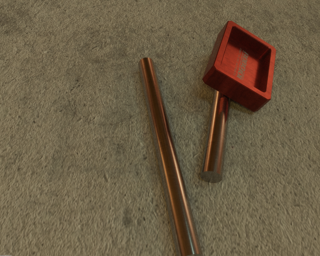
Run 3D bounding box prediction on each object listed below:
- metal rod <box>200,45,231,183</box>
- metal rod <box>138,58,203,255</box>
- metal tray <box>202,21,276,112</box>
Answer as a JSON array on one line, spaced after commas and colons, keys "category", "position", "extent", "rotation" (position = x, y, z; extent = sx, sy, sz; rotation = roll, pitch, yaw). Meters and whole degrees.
[{"category": "metal rod", "position": [0.091, -0.056, 0.450], "extent": [0.025, 0.025, 0.300], "rotation": [10, 51, 8]}, {"category": "metal rod", "position": [0.004, 0.012, 0.392], "extent": [0.025, 0.025, 0.300], "rotation": [-8, 50, -6]}, {"category": "metal tray", "position": [0.120, -0.094, 0.454], "extent": [0.090, 0.030, 0.130], "rotation": [29, 50, -7]}]
